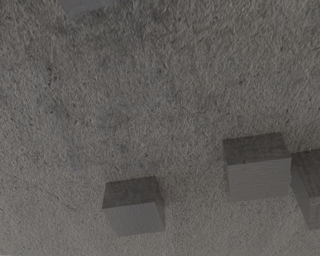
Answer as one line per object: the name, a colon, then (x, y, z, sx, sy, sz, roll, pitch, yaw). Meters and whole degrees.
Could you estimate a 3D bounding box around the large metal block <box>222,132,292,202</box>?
large metal block: (0.135, 0.057, 0.440, 0.080, 0.050, 0.080, -8, 130, 7)

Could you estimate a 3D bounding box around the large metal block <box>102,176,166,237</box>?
large metal block: (-0.039, 0.127, 0.499, 0.080, 0.050, 0.080, -9, 130, 8)

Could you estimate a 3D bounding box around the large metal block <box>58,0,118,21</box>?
large metal block: (-0.044, -0.140, 0.252, 0.080, 0.080, 0.050, -17, 128, 14)

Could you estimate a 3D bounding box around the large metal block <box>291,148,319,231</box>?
large metal block: (0.228, 0.088, 0.448, 0.050, 0.080, 0.080, -13, 129, 10)
